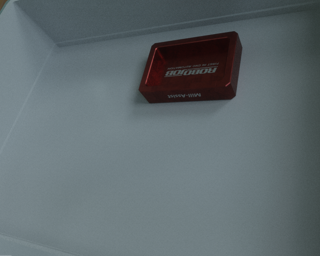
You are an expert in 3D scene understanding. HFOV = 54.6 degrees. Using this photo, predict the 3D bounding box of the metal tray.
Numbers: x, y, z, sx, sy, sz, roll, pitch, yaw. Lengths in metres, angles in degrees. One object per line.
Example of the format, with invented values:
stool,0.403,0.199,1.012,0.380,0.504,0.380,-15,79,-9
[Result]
metal tray,0.042,-0.082,0.431,0.130,0.030,0.090,0,61,28
